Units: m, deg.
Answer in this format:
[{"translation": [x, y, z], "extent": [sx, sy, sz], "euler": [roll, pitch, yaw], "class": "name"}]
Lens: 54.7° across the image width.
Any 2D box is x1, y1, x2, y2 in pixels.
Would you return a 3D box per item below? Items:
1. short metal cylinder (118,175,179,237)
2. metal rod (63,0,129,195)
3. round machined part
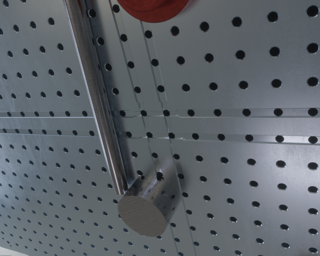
[{"translation": [-0.017, 0.120, 0.478], "extent": [0.080, 0.050, 0.079], "euler": [13, 124, 21], "class": "short metal cylinder"}, {"translation": [-0.084, -0.029, 0.437], "extent": [0.025, 0.025, 0.298], "euler": [5, 121, 25], "class": "metal rod"}, {"translation": [-0.012, -0.155, 0.310], "extent": [0.098, 0.042, 0.097], "euler": [13, 124, 21], "class": "round machined part"}]
